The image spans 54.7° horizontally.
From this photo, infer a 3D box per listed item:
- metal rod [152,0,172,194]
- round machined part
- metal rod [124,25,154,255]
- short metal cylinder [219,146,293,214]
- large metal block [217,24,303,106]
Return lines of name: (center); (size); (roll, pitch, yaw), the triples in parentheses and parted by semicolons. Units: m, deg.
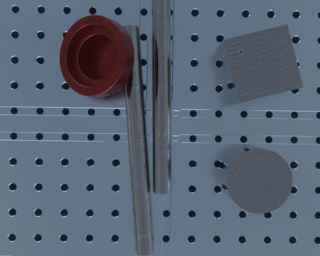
metal rod: (0.002, -0.063, 0.413); (0.025, 0.025, 0.298); (0, 90, -1)
round machined part: (-0.074, -0.088, 0.392); (0.098, 0.042, 0.097); (1, 92, 25)
metal rod: (-0.030, 0.016, 0.412); (0.025, 0.025, 0.298); (-4, 90, -1)
short metal cylinder: (0.122, 0.065, 0.403); (0.081, 0.050, 0.079); (0, 90, -1)
large metal block: (0.126, -0.079, 0.403); (0.080, 0.050, 0.080); (-14, 90, -1)
